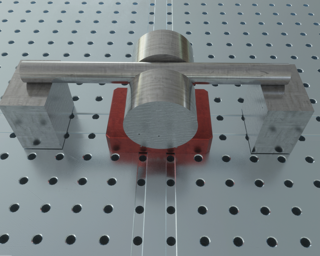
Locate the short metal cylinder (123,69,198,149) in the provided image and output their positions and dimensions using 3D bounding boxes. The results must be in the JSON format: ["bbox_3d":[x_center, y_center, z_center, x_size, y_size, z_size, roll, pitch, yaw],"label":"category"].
[{"bbox_3d":[0.001,-0.020,0.350,0.080,0.080,0.050,1,50,0],"label":"short metal cylinder"}]

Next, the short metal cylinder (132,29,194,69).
[{"bbox_3d":[0.004,-0.078,0.398,0.080,0.080,0.050,1,50,0],"label":"short metal cylinder"}]

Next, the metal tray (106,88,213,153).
[{"bbox_3d":[0.000,-0.012,0.414,0.131,0.030,0.090,1,50,1],"label":"metal tray"}]

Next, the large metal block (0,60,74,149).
[{"bbox_3d":[-0.151,-0.030,0.394,0.050,0.080,0.080,1,50,1],"label":"large metal block"}]

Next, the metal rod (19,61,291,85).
[{"bbox_3d":[-0.005,-0.063,0.356,0.302,0.025,0.025,1,50,0],"label":"metal rod"}]

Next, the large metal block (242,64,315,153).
[{"bbox_3d":[0.143,-0.024,0.391,0.050,0.080,0.080,1,50,1],"label":"large metal block"}]
